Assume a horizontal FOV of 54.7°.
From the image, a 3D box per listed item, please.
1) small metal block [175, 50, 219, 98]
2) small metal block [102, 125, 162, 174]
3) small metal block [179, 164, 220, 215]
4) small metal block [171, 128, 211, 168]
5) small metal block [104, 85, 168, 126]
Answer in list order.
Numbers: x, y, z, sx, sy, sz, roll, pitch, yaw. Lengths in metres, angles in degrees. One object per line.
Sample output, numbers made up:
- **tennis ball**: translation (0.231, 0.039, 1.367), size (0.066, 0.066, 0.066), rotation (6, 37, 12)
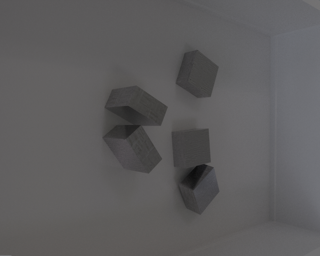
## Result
- **small metal block**: translation (0.055, -0.078, 0.452), size (0.050, 0.025, 0.050), rotation (27, 73, -37)
- **small metal block**: translation (-0.033, 0.024, 0.363), size (0.025, 0.050, 0.050), rotation (-45, 117, -31)
- **small metal block**: translation (0.058, 0.087, 0.448), size (0.050, 0.025, 0.050), rotation (-41, 129, -32)
- **small metal block**: translation (0.045, 0.028, 0.444), size (0.050, 0.025, 0.050), rotation (-7, 94, -40)
- **small metal block**: translation (-0.028, -0.024, 0.366), size (0.050, 0.050, 0.025), rotation (32, 71, -36)
